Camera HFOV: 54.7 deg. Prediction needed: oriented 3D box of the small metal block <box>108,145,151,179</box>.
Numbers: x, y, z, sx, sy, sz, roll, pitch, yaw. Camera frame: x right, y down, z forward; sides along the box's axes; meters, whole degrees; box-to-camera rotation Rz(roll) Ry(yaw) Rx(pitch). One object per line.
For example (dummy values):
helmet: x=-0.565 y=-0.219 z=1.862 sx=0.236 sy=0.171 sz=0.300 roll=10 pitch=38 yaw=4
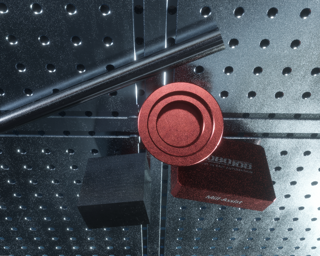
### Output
small metal block: x=-0.049 y=0.059 z=0.462 sx=0.050 sy=0.025 sz=0.050 roll=29 pitch=124 yaw=-23

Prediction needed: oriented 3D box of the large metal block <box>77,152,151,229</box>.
large metal block: x=-0.056 y=0.082 z=0.412 sx=0.080 sy=0.080 sz=0.050 roll=-6 pitch=130 yaw=5

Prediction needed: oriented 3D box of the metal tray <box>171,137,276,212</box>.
metal tray: x=0.081 y=0.055 z=0.415 sx=0.131 sy=0.090 sz=0.030 roll=11 pitch=138 yaw=-10

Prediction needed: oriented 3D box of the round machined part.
round machined part: x=0.024 y=-0.004 z=0.376 sx=0.099 sy=0.042 sz=0.097 roll=0 pitch=89 yaw=-1

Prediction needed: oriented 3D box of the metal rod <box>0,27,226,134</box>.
metal rod: x=-0.072 y=-0.050 z=0.368 sx=0.301 sy=0.025 sz=0.025 roll=-19 pitch=128 yaw=14
